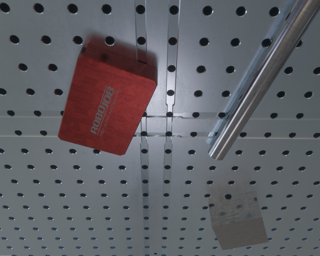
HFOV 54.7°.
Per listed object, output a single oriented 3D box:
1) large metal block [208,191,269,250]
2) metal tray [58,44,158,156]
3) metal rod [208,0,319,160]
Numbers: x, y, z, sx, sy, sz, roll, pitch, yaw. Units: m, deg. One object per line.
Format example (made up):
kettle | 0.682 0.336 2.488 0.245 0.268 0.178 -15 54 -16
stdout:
large metal block | 0.135 0.162 0.534 0.080 0.050 0.080 -15 129 12
metal tray | -0.067 -0.028 0.384 0.091 0.030 0.129 17 128 -14
metal rod | 0.126 -0.071 0.351 0.025 0.025 0.298 14 129 -12
